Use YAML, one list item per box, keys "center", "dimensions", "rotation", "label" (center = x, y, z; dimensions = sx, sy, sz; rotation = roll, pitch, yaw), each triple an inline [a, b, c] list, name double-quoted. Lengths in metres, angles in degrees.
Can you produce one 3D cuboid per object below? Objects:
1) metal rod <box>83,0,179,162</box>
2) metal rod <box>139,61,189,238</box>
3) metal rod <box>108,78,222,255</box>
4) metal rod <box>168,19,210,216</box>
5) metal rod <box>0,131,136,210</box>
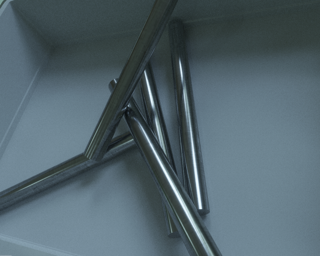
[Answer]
- center: [-0.021, -0.096, 0.382]
  dimensions: [0.025, 0.025, 0.299]
  rotation: [31, 98, 37]
  label: "metal rod"
- center: [-0.006, -0.008, 0.412]
  dimensions: [0.025, 0.025, 0.299]
  rotation: [-23, 53, 14]
  label: "metal rod"
- center: [-0.007, 0.032, 0.354]
  dimensions: [0.025, 0.025, 0.300]
  rotation: [-35, 47, 5]
  label: "metal rod"
- center: [0.033, -0.036, 0.409]
  dimensions: [0.025, 0.025, 0.299]
  rotation: [-16, 55, 19]
  label: "metal rod"
- center: [-0.160, 0.072, 0.442]
  dimensions: [0.301, 0.025, 0.025]
  rotation: [-25, 53, 12]
  label: "metal rod"
